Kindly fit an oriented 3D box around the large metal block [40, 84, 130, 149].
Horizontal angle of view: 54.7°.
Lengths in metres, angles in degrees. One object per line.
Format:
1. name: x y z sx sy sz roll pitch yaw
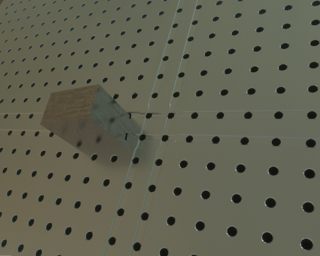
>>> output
1. large metal block: -0.101 -0.012 0.431 0.080 0.080 0.050 -6 59 25
